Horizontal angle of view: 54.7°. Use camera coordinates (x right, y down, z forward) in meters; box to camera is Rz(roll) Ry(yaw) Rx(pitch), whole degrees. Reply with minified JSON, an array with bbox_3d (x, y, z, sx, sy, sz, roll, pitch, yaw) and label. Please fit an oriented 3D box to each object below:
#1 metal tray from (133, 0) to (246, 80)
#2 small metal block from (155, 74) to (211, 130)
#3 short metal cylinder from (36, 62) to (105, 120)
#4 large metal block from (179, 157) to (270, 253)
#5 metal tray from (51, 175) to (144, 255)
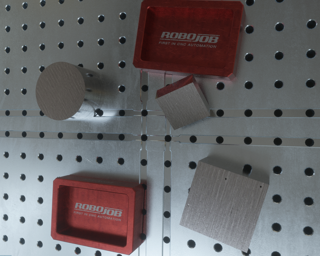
[{"bbox_3d":[0.035,-0.114,0.396,0.130,0.030,0.089,9,93,19],"label":"metal tray"},{"bbox_3d":[0.029,-0.032,0.389,0.050,0.025,0.050,-23,118,18],"label":"small metal block"},{"bbox_3d":[-0.127,-0.050,0.443,0.080,0.050,0.079,0,90,19],"label":"short metal cylinder"},{"bbox_3d":[0.078,0.087,0.371,0.080,0.050,0.080,18,96,18],"label":"large metal block"},{"bbox_3d":[-0.090,0.120,0.440,0.130,0.030,0.089,3,91,19],"label":"metal tray"}]
